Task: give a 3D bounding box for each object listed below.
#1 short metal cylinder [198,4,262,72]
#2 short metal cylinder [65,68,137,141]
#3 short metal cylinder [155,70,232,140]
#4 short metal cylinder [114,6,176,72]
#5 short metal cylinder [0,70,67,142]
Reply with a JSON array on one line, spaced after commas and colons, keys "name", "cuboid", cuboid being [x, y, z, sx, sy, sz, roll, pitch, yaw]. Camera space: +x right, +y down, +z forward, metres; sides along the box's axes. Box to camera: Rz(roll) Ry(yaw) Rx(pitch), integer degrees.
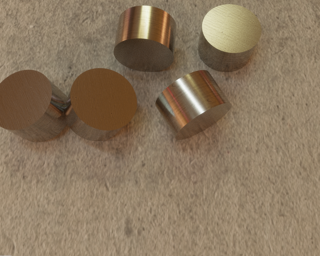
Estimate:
[{"name": "short metal cylinder", "cuboid": [0.097, -0.127, 0.443, 0.081, 0.050, 0.080, 0, 70, 0]}, {"name": "short metal cylinder", "cuboid": [-0.075, -0.028, 0.390, 0.081, 0.050, 0.080, 8, 70, -23]}, {"name": "short metal cylinder", "cuboid": [0.042, -0.027, 0.390, 0.080, 0.080, 0.050, -28, 73, -10]}, {"name": "short metal cylinder", "cuboid": [-0.020, -0.119, 0.422, 0.081, 0.080, 0.050, 5, 70, 1]}, {"name": "short metal cylinder", "cuboid": [-0.163, -0.027, 0.395, 0.080, 0.050, 0.080, -3, 70, 10]}]
